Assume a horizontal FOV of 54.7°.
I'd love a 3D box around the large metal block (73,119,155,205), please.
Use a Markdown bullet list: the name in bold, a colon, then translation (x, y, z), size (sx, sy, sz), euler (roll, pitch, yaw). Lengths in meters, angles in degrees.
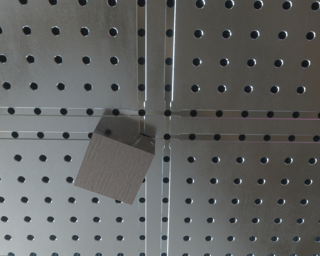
- **large metal block**: translation (-0.059, 0.045, 0.416), size (0.080, 0.050, 0.079), euler (21, 109, -8)
